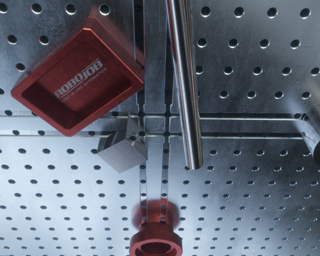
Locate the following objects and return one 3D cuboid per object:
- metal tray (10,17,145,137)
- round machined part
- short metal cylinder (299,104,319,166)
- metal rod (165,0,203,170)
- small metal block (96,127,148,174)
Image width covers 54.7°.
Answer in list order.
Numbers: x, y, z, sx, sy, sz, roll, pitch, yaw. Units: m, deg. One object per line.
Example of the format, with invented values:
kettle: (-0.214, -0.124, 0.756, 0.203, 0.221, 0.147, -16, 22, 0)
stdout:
metal tray: (-0.095, -0.052, 0.362, 0.130, 0.030, 0.090, -31, 124, 23)
round machined part: (-0.007, 0.216, 0.584, 0.099, 0.042, 0.097, -1, 130, 0)
short metal cylinder: (0.234, 0.009, 0.407, 0.081, 0.050, 0.079, 0, 130, 0)
metal rod: (0.030, -0.060, 0.360, 0.025, 0.025, 0.298, -7, 130, 5)
small metal block: (-0.052, 0.032, 0.439, 0.050, 0.025, 0.050, -27, 126, 21)
